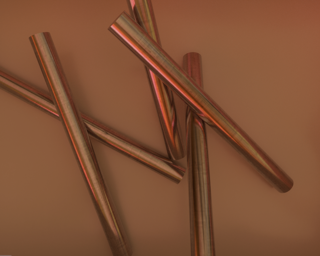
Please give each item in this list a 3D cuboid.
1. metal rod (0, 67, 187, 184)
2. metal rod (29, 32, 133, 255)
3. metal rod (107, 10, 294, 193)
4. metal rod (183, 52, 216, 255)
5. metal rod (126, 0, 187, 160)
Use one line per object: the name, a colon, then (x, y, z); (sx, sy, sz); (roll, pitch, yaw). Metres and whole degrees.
metal rod: (-0.103, -0.008, 0.410); (0.301, 0.025, 0.025); (28, 90, -1)
metal rod: (-0.096, 0.030, 0.389); (0.025, 0.025, 0.298); (-19, 98, 0)
metal rod: (0.062, -0.015, 0.359); (0.300, 0.025, 0.025); (41, 90, -22)
metal rod: (0.044, 0.043, 0.353); (0.025, 0.025, 0.299); (0, 66, 0)
metal rod: (-0.011, -0.091, 0.342); (0.025, 0.025, 0.298); (-15, 119, 0)
